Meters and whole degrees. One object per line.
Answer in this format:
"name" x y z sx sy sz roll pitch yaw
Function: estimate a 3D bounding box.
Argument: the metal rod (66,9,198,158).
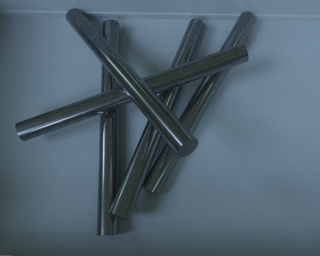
"metal rod" -0.052 -0.075 0.387 0.025 0.025 0.300 -32 55 -11

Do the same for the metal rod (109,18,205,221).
"metal rod" 0.005 -0.028 0.409 0.025 0.025 0.300 19 67 6

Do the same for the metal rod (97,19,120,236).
"metal rod" -0.067 -0.015 0.414 0.025 0.025 0.299 -2 70 -1

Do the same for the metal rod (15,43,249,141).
"metal rod" -0.033 -0.046 0.394 0.302 0.025 0.025 -20 72 -3

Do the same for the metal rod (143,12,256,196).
"metal rod" 0.060 -0.045 0.426 0.025 0.025 0.300 28 72 9
